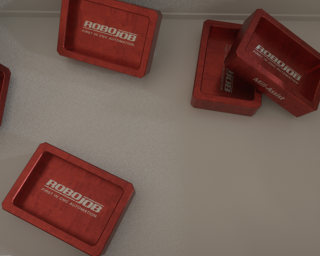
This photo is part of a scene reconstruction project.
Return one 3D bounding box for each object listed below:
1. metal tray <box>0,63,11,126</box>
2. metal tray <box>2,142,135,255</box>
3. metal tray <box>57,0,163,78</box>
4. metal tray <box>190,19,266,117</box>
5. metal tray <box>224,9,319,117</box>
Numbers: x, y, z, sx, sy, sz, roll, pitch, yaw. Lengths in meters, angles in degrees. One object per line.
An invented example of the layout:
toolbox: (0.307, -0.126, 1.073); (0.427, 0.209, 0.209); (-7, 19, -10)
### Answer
metal tray: (-0.249, -0.059, 0.372); (0.030, 0.130, 0.090); (-8, 69, 21)
metal tray: (-0.107, 0.084, 0.375); (0.130, 0.030, 0.090); (24, 72, 8)
metal tray: (-0.071, -0.130, 0.426); (0.131, 0.030, 0.089); (17, 113, 6)
metal tray: (0.098, -0.087, 0.439); (0.090, 0.030, 0.130); (9, 70, 3)
metal tray: (0.159, -0.086, 0.411); (0.130, 0.030, 0.090); (33, 66, -9)
